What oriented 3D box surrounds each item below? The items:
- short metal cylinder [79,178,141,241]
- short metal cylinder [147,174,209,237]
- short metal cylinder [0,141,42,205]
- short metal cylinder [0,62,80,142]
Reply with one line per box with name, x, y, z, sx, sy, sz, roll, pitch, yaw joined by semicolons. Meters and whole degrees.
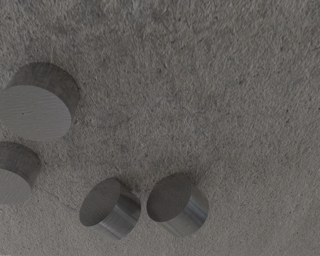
short metal cylinder;-0.076;0.125;0.477;0.080;0.080;0.050;-28;125;22
short metal cylinder;0.027;0.117;0.471;0.080;0.080;0.050;-28;125;22
short metal cylinder;-0.219;0.065;0.444;0.081;0.050;0.079;0;130;0
short metal cylinder;-0.140;-0.030;0.364;0.081;0.050;0.079;0;130;0
